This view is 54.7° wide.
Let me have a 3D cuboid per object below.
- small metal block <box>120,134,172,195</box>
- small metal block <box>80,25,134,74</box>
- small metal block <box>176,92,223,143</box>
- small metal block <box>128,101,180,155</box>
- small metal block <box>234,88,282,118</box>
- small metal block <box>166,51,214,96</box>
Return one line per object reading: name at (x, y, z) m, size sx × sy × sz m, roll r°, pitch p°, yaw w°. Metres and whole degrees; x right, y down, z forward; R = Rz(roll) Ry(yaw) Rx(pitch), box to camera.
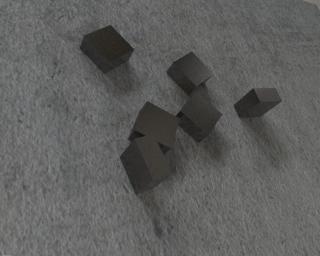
small metal block at (-0.018, 0.042, 0.354) m, size 0.025 × 0.050 × 0.050 m, roll -14°, pitch 69°, yaw -34°
small metal block at (-0.074, -0.111, 0.433) m, size 0.050 × 0.025 × 0.050 m, roll 47°, pitch 51°, yaw 4°
small metal block at (0.054, -0.016, 0.444) m, size 0.050 × 0.025 × 0.050 m, roll 41°, pitch 51°, yaw -1°
small metal block at (-0.007, 0.001, 0.401) m, size 0.050 × 0.025 × 0.050 m, roll 28°, pitch 52°, yaw -11°
small metal block at (0.157, -0.040, 0.500) m, size 0.050 × 0.050 × 0.025 m, roll -5°, pitch 64°, yaw -31°
small metal block at (0.047, -0.086, 0.483) m, size 0.050 × 0.025 × 0.050 m, roll 48°, pitch 51°, yaw 5°
